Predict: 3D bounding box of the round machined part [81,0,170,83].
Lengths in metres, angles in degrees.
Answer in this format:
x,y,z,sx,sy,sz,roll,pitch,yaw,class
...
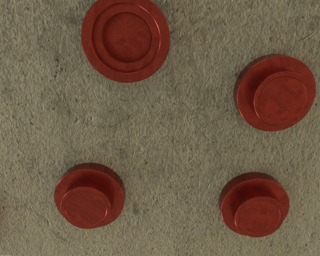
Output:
x,y,z,sx,sy,sz,roll,pitch,yaw,class
-0.038,-0.105,0.362,0.099,0.042,0.097,0,110,0,round machined part

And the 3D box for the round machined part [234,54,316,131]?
x,y,z,sx,sy,sz,roll,pitch,yaw,class
0.146,-0.041,0.387,0.099,0.042,0.097,0,110,0,round machined part

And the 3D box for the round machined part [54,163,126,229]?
x,y,z,sx,sy,sz,roll,pitch,yaw,class
-0.100,0.102,0.437,0.099,0.042,0.097,0,110,0,round machined part

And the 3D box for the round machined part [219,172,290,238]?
x,y,z,sx,sy,sz,roll,pitch,yaw,class
0.137,0.116,0.445,0.099,0.042,0.097,0,110,0,round machined part
